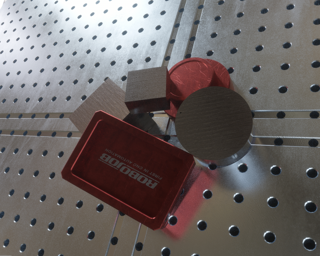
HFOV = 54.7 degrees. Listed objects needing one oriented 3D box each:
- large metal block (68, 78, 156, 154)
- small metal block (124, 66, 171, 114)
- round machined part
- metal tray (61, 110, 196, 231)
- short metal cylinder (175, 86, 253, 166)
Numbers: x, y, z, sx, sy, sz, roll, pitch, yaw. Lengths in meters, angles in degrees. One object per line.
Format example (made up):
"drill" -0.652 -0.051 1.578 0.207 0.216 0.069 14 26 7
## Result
"large metal block" -0.068 -0.011 0.435 0.080 0.050 0.080 -46 51 -4
"small metal block" -0.014 -0.047 0.385 0.050 0.025 0.050 -6 55 12
"round machined part" 0.043 -0.054 0.407 0.098 0.042 0.098 -13 56 21
"metal tray" -0.036 0.046 0.359 0.130 0.030 0.090 26 82 14
"short metal cylinder" 0.062 0.000 0.345 0.080 0.050 0.080 -4 75 16
